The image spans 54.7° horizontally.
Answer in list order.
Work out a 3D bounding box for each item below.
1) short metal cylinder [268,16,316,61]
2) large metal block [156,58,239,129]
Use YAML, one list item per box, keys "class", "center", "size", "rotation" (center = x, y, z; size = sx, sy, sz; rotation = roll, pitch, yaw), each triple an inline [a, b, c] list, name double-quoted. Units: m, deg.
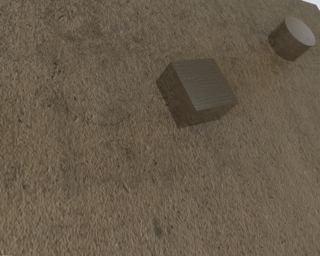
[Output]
- class: "short metal cylinder"
  center: [0.279, -0.189, 0.657]
  size: [0.081, 0.050, 0.080]
  rotation: [14, 56, -21]
- class: "large metal block"
  center: [0.053, -0.052, 0.450]
  size: [0.081, 0.050, 0.080]
  rotation: [-12, 68, -34]
